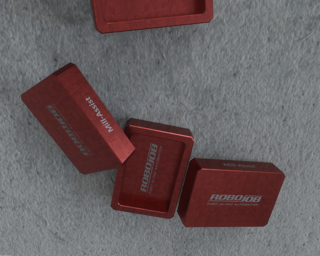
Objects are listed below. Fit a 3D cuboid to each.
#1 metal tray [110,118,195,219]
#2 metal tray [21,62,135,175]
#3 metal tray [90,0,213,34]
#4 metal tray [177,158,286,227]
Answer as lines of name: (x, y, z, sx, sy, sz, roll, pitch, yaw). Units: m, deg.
metal tray: (-0.012, 0.058, 0.428, 0.091, 0.030, 0.129, 11, 110, -5)
metal tray: (-0.100, -0.005, 0.379, 0.090, 0.030, 0.130, -17, 114, 42)
metal tray: (-0.010, -0.154, 0.333, 0.131, 0.030, 0.089, -10, 111, -12)
metal tray: (0.097, 0.091, 0.426, 0.131, 0.030, 0.089, 5, 111, -17)
